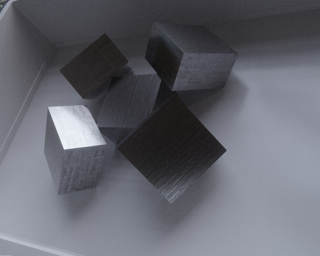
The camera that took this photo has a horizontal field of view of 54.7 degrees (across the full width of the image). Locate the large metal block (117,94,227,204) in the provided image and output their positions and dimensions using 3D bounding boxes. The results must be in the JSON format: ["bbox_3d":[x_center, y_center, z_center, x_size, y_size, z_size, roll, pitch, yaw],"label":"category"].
[{"bbox_3d":[0.011,0.021,0.341,0.080,0.050,0.080,-43,96,-3],"label":"large metal block"}]

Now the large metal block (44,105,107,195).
[{"bbox_3d":[-0.114,0.027,0.405,0.080,0.050,0.079,55,138,39],"label":"large metal block"}]

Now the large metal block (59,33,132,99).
[{"bbox_3d":[-0.090,-0.087,0.459,0.080,0.080,0.050,-39,94,2],"label":"large metal block"}]

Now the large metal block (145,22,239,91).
[{"bbox_3d":[0.038,-0.093,0.398,0.081,0.050,0.080,-7,43,-29],"label":"large metal block"}]

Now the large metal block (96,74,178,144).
[{"bbox_3d":[-0.030,-0.024,0.417,0.080,0.050,0.080,1,62,28],"label":"large metal block"}]
